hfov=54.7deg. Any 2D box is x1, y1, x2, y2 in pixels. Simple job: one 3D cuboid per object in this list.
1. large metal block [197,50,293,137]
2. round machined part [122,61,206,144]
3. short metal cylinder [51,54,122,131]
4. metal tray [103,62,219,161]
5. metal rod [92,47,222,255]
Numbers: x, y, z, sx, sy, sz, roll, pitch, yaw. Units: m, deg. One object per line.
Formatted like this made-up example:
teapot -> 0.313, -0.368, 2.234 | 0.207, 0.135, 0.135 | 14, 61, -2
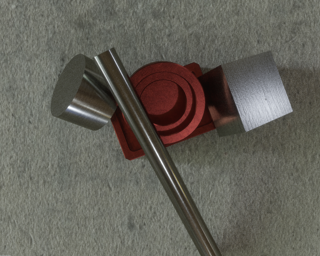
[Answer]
large metal block -> 0.105, -0.042, 0.383 | 0.081, 0.050, 0.080 | -20, 90, -26
round machined part -> 0.003, -0.032, 0.379 | 0.099, 0.042, 0.097 | -1, 105, -5
short metal cylinder -> -0.090, -0.042, 0.376 | 0.050, 0.080, 0.080 | 24, 90, -36
metal tray -> 0.003, -0.021, 0.409 | 0.131, 0.030, 0.090 | -21, 90, -1
metal rod -> 0.006, 0.048, 0.367 | 0.025, 0.025, 0.299 | -27, 107, 0
